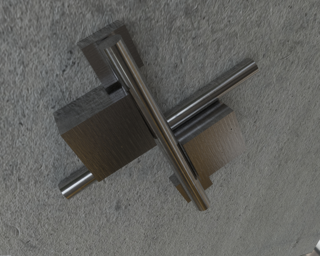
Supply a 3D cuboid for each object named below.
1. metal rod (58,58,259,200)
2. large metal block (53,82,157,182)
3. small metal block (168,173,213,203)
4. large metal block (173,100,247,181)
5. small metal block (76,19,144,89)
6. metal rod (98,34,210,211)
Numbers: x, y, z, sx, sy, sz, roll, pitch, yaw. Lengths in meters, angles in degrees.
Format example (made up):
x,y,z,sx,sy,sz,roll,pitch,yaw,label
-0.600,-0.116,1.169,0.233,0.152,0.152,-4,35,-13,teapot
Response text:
x,y,z,sx,sy,sz,roll,pitch,yaw,label
0.003,-0.002,0.409,0.301,0.025,0.025,-34,129,-6,metal rod
-0.062,0.002,0.357,0.080,0.050,0.080,-32,129,-7,large metal block
0.049,0.083,0.487,0.050,0.025,0.050,-37,129,-4,small metal block
0.067,0.015,0.438,0.080,0.050,0.080,-34,129,-6,large metal block
-0.053,-0.079,0.332,0.050,0.025,0.050,-33,129,-7,small metal block
0.009,0.018,0.392,0.025,0.025,0.299,-34,129,-6,metal rod
